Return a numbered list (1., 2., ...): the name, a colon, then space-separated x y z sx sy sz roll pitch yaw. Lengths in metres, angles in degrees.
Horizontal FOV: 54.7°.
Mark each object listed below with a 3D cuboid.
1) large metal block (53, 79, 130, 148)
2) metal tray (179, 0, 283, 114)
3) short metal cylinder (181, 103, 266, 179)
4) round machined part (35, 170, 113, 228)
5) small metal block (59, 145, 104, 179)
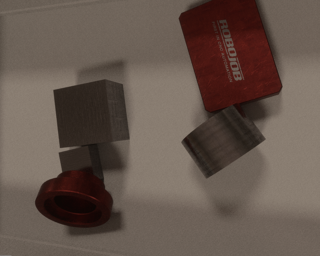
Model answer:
1. large metal block: -0.094 -0.018 0.429 0.080 0.050 0.080 -8 87 19
2. metal tray: 0.085 -0.091 0.378 0.090 0.030 0.129 -17 84 18
3. short metal cylinder: 0.072 0.015 0.356 0.080 0.080 0.050 -37 79 16
4. round machined part: -0.113 0.094 0.421 0.098 0.098 0.042 -13 43 19
5. small metal block: -0.114 0.054 0.449 0.050 0.025 0.050 -13 86 19
